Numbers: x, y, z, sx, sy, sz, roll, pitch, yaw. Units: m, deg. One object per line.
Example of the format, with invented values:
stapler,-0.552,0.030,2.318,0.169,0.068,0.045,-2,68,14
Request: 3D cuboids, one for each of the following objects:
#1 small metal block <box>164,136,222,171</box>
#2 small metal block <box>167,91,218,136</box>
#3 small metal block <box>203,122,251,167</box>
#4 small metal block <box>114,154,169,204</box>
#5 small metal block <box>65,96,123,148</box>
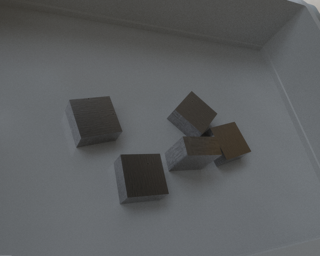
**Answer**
small metal block,0.041,0.033,0.393,0.050,0.050,0.025,2,61,-28
small metal block,0.046,-0.017,0.443,0.050,0.025,0.050,42,51,0
small metal block,0.095,0.023,0.445,0.050,0.025,0.050,-13,69,-34
small metal block,-0.022,0.058,0.359,0.050,0.025,0.050,1,61,-28
small metal block,-0.079,-0.008,0.369,0.050,0.025,0.050,-9,67,-33
